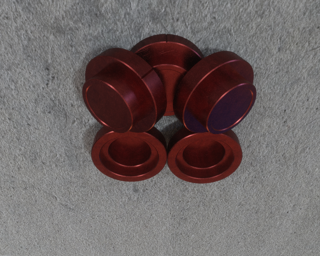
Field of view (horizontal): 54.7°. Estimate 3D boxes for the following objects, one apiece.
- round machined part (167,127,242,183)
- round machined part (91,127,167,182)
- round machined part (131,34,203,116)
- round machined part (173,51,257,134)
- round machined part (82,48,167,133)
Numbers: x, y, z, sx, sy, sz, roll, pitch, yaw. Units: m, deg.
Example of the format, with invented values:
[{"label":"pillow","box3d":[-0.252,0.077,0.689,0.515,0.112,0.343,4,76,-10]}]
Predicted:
[{"label":"round machined part","box3d":[0.059,0.029,0.423,0.099,0.042,0.097,-1,130,0]},{"label":"round machined part","box3d":[-0.040,0.025,0.418,0.099,0.042,0.097,-1,130,0]},{"label":"round machined part","box3d":[0.006,-0.052,0.352,0.099,0.042,0.097,-1,130,0]},{"label":"round machined part","box3d":[0.067,-0.032,0.343,0.099,0.042,0.097,-24,141,-21]},{"label":"round machined part","box3d":[-0.045,-0.033,0.337,0.098,0.042,0.097,24,139,23]}]
